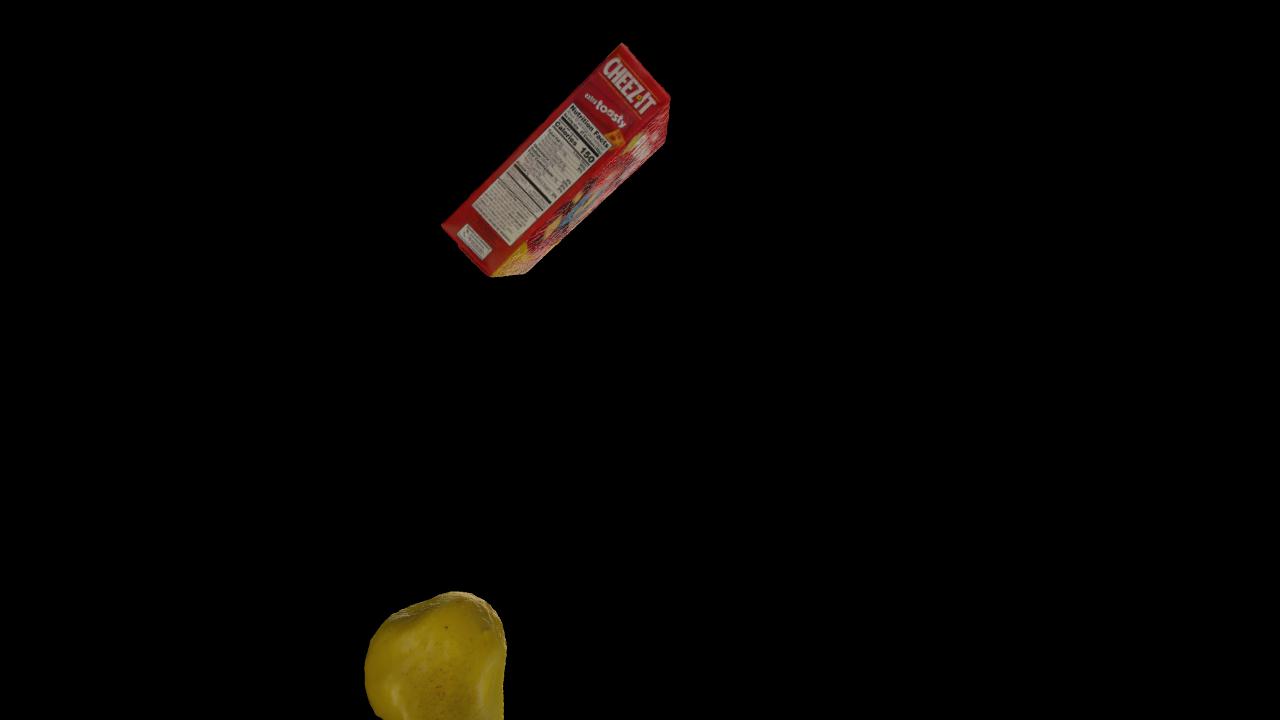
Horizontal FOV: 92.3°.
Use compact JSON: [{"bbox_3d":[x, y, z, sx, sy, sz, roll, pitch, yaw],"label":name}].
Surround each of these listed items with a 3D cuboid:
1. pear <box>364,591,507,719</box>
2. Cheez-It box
[{"bbox_3d":[-0.111,0.196,0.358,0.080,0.111,0.080,-19,-4,-1],"label":"pear"},{"bbox_3d":[-0.072,-0.179,0.600,0.223,0.071,0.166,-42,6,6],"label":"Cheez-It box"}]
